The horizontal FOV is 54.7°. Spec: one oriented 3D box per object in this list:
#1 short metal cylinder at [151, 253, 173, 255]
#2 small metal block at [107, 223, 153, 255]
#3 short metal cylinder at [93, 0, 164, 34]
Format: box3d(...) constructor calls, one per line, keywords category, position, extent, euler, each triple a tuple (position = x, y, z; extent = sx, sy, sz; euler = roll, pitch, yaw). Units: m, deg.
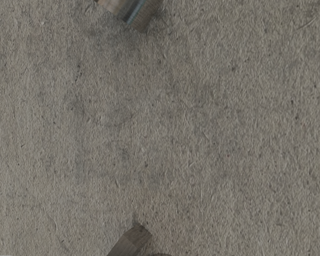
box3d(category="short metal cylinder", position=(-0.002, 0.210, 0.396), extent=(0.080, 0.050, 0.079), euler=(0, 90, 20))
box3d(category="small metal block", position=(-0.042, 0.160, 0.411), extent=(0.025, 0.050, 0.050), euler=(39, 102, 16))
box3d(category="short metal cylinder", position=(-0.043, -0.165, 0.395), extent=(0.080, 0.080, 0.050), euler=(38, 102, 16))
